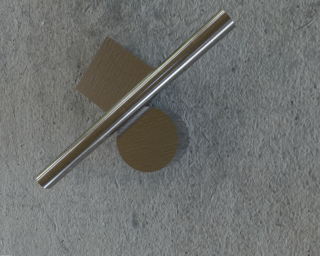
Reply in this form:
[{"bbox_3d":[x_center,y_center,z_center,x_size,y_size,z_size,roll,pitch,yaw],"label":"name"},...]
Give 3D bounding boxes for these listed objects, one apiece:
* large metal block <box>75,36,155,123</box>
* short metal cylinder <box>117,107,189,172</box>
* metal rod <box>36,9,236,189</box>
[{"bbox_3d":[-0.050,-0.061,0.413,0.080,0.050,0.080,37,102,16],"label":"large metal block"},{"bbox_3d":[-0.008,0.014,0.399,0.080,0.050,0.080,0,90,20],"label":"short metal cylinder"},{"bbox_3d":[-0.038,-0.025,0.369,0.300,0.025,0.025,-40,78,13],"label":"metal rod"}]
